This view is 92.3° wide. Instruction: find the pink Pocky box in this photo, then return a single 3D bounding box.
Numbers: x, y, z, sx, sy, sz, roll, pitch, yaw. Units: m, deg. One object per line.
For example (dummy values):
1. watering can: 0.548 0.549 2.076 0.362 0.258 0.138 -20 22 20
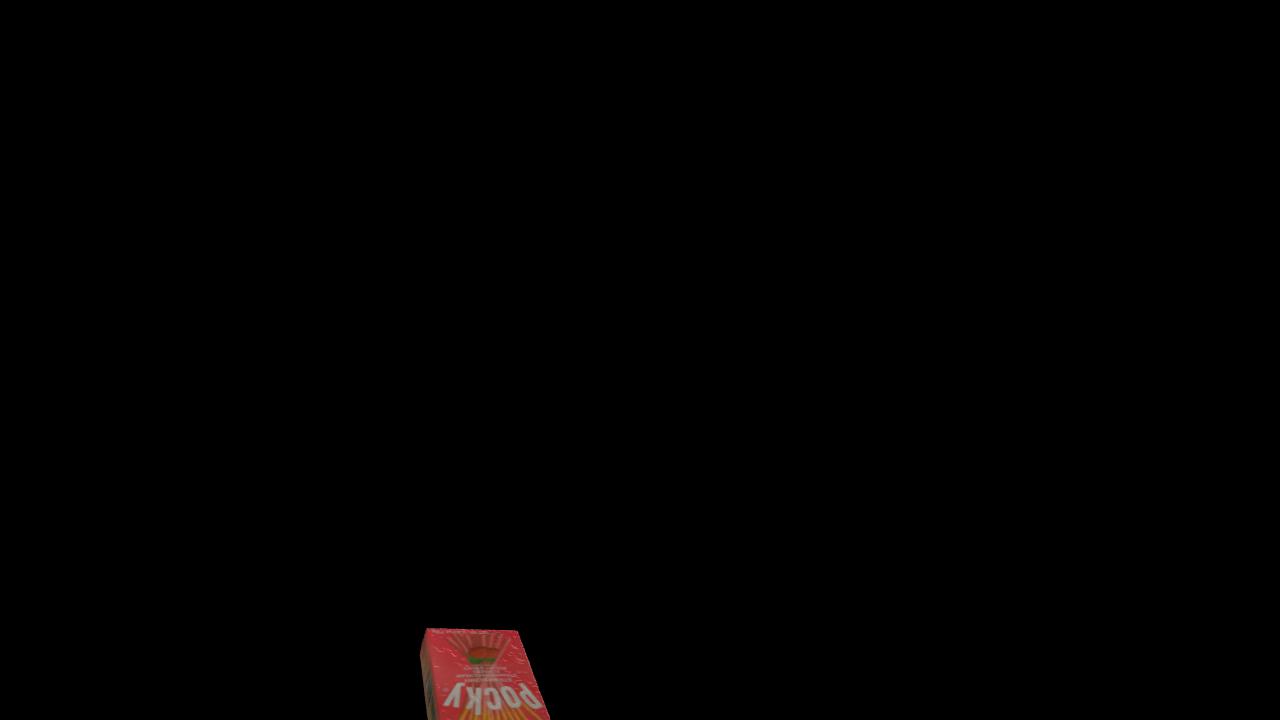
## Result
1. pink Pocky box: -0.121 0.265 0.478 0.084 0.029 0.155 13 6 -25
